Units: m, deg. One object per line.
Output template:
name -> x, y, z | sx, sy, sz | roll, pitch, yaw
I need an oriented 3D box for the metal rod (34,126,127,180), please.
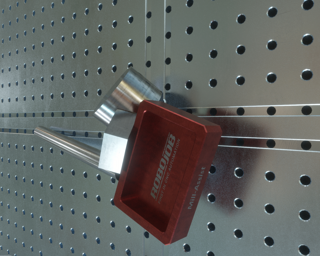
metal rod -> -0.136, 0.030, 0.480 | 0.300, 0.025, 0.025 | 13, 99, 50

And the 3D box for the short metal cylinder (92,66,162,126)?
short metal cylinder -> -0.043, -0.033, 0.399 | 0.050, 0.080, 0.080 | 39, 123, -15

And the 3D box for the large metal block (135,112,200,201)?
large metal block -> 0.003, 0.035, 0.387 | 0.080, 0.050, 0.080 | -42, 65, 31

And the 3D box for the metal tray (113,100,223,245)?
metal tray -> 0.003, 0.044, 0.332 | 0.090, 0.030, 0.129 | 26, 106, 37

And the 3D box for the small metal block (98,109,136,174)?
small metal block -> -0.047, 0.014, 0.352 | 0.025, 0.050, 0.050 | 16, 124, 0
